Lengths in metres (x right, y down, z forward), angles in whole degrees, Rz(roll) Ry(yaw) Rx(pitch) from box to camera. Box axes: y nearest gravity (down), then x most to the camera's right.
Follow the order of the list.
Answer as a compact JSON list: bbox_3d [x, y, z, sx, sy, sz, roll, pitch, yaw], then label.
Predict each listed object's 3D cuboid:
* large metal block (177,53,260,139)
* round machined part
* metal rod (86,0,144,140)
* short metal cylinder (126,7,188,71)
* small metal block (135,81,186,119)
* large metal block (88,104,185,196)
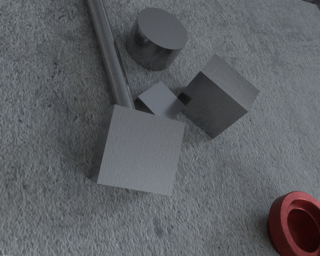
[{"bbox_3d":[0.077,-0.043,0.438,0.080,0.080,0.050,40,51,-1],"label":"large metal block"},{"bbox_3d":[0.183,0.137,0.410,0.099,0.042,0.098,14,56,-21],"label":"round machined part"},{"bbox_3d":[-0.073,-0.115,0.435,0.025,0.025,0.299,-4,64,-31],"label":"metal rod"},{"bbox_3d":[-0.005,-0.134,0.468,0.081,0.050,0.080,14,56,-21],"label":"short metal cylinder"},{"bbox_3d":[-0.002,-0.029,0.422,0.050,0.025,0.050,47,51,4],"label":"small metal block"},{"bbox_3d":[-0.026,0.026,0.341,0.081,0.050,0.080,14,81,-21],"label":"large metal block"}]
